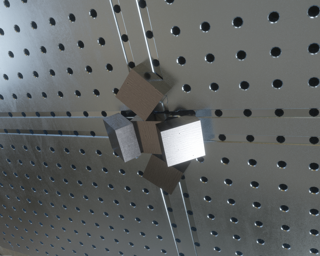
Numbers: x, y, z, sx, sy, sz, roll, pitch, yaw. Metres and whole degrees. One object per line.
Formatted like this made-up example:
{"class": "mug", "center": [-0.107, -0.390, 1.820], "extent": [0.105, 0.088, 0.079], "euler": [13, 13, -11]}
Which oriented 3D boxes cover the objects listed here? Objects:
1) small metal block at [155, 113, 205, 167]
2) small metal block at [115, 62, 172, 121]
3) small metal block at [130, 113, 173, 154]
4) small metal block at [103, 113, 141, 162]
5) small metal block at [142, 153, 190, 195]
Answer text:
{"class": "small metal block", "center": [0.026, 0.015, 0.389], "extent": [0.050, 0.025, 0.050], "euler": [-16, 116, -9]}
{"class": "small metal block", "center": [-0.021, -0.046, 0.395], "extent": [0.050, 0.025, 0.050], "euler": [40, 129, 2]}
{"class": "small metal block", "center": [-0.007, 0.007, 0.419], "extent": [0.050, 0.025, 0.050], "euler": [1, 118, 27]}
{"class": "small metal block", "center": [-0.053, 0.012, 0.431], "extent": [0.050, 0.025, 0.050], "euler": [34, 143, 55]}
{"class": "small metal block", "center": [0.008, 0.060, 0.444], "extent": [0.050, 0.025, 0.050], "euler": [31, 129, 10]}
